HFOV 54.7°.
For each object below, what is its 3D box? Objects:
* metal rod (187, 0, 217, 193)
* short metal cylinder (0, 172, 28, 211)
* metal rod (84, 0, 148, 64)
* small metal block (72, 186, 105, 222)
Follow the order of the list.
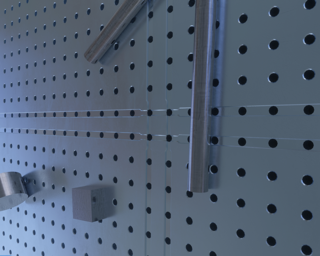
[{"bbox_3d":[0.051,-0.074,0.366,0.025,0.025,0.298,4,92,40],"label":"metal rod"},{"bbox_3d":[-0.322,0.132,0.640,0.080,0.081,0.050,-42,65,32],"label":"short metal cylinder"},{"bbox_3d":[-0.016,-0.196,0.422,0.299,0.025,0.025,-41,65,32],"label":"metal rod"},{"bbox_3d":[-0.118,0.123,0.507,0.050,0.025,0.050,-5,87,40],"label":"small metal block"}]
